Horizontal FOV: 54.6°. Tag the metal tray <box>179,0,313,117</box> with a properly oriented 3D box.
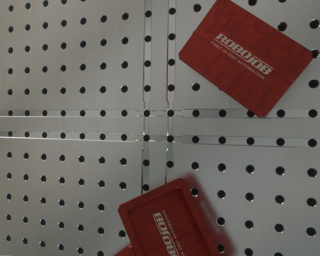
[{"bbox_3d":[0.100,-0.084,0.375,0.130,0.030,0.090,40,102,15],"label":"metal tray"}]

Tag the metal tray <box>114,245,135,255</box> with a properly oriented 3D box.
[{"bbox_3d":[-0.030,0.229,0.402,0.090,0.030,0.130,-42,64,21],"label":"metal tray"}]

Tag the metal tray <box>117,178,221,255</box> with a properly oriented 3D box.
[{"bbox_3d":[0.014,0.138,0.376,0.091,0.030,0.130,-22,75,-13],"label":"metal tray"}]
